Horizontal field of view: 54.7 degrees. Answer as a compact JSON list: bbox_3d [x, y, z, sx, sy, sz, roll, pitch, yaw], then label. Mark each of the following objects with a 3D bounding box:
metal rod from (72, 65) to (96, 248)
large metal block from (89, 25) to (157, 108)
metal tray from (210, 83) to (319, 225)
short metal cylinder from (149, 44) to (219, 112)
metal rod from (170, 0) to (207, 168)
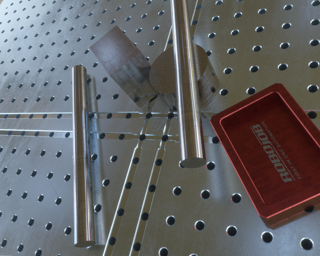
[{"bbox_3d":[-0.115,0.019,0.454,0.025,0.025,0.299,-23,53,14],"label":"metal rod"},{"bbox_3d":[-0.046,-0.088,0.449,0.050,0.080,0.080,-39,51,2],"label":"large metal block"},{"bbox_3d":[0.120,0.023,0.327,0.090,0.030,0.130,-28,52,9],"label":"metal tray"},{"bbox_3d":[0.033,-0.066,0.414,0.080,0.050,0.080,-13,56,20],"label":"short metal cylinder"},{"bbox_3d":[0.030,-0.092,0.383,0.025,0.025,0.299,-15,56,20],"label":"metal rod"}]
